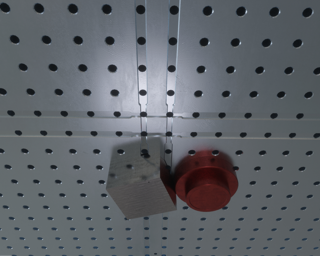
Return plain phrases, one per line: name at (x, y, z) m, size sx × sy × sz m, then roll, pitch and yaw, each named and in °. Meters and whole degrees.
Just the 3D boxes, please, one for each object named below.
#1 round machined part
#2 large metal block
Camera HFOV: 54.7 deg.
round machined part at (0.072, 0.094, 0.481) m, size 0.099 × 0.042 × 0.097 m, roll 0°, pitch 130°, yaw 0°
large metal block at (-0.025, 0.089, 0.471) m, size 0.080 × 0.050 × 0.080 m, roll -14°, pitch 129°, yaw 12°
